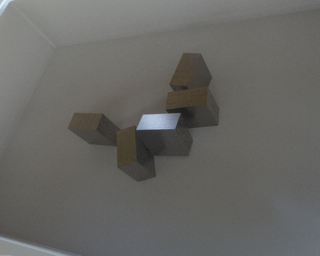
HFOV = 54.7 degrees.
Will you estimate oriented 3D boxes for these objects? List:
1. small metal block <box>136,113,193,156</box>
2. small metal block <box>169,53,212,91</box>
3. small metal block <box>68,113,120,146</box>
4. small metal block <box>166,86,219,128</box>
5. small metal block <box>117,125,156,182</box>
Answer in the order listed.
[{"bbox_3d":[0.007,0.009,0.377,0.050,0.050,0.025,-1,47,27],"label":"small metal block"},{"bbox_3d":[0.042,-0.062,0.405,0.025,0.050,0.050,11,67,32],"label":"small metal block"},{"bbox_3d":[-0.090,0.002,0.434,0.050,0.050,0.025,3,63,29],"label":"small metal block"},{"bbox_3d":[0.041,-0.023,0.381,0.050,0.050,0.025,-6,59,25],"label":"small metal block"},{"bbox_3d":[-0.029,0.033,0.384,0.025,0.050,0.050,-19,55,17],"label":"small metal block"}]
